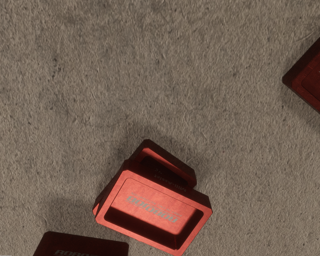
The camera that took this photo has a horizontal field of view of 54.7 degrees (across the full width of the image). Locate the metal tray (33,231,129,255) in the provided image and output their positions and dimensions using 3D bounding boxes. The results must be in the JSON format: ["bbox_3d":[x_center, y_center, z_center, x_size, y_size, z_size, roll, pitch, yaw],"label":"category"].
[{"bbox_3d":[-0.115,0.199,0.446,0.131,0.090,0.030,10,110,-4],"label":"metal tray"}]

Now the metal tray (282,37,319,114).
[{"bbox_3d":[0.235,-0.053,0.390,0.130,0.030,0.090,36,106,-13],"label":"metal tray"}]

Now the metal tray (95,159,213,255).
[{"bbox_3d":[-0.008,0.108,0.414,0.131,0.030,0.089,27,108,-10],"label":"metal tray"}]

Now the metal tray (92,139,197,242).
[{"bbox_3d":[-0.022,0.091,0.440,0.090,0.030,0.130,36,106,-13],"label":"metal tray"}]
